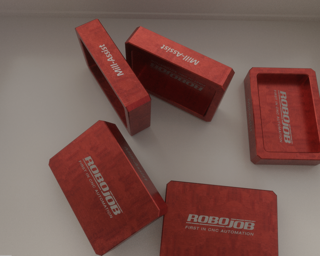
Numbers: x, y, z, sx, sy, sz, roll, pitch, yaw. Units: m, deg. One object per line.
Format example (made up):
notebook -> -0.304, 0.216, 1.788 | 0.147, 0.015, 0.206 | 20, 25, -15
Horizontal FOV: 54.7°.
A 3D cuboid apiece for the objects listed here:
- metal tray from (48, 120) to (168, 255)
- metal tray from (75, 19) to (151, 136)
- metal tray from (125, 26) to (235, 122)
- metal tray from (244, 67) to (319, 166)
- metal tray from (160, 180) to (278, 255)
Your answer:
metal tray -> -0.063, 0.067, 0.364 | 0.090, 0.030, 0.130 | -37, 73, 10
metal tray -> -0.058, -0.062, 0.396 | 0.030, 0.090, 0.130 | -30, 73, -13
metal tray -> 0.020, -0.066, 0.397 | 0.130, 0.090, 0.030 | 27, 66, 9
metal tray -> 0.166, -0.017, 0.415 | 0.091, 0.030, 0.130 | 1, 70, 0
metal tray -> 0.069, 0.115, 0.366 | 0.131, 0.030, 0.090 | 6, 70, 1
